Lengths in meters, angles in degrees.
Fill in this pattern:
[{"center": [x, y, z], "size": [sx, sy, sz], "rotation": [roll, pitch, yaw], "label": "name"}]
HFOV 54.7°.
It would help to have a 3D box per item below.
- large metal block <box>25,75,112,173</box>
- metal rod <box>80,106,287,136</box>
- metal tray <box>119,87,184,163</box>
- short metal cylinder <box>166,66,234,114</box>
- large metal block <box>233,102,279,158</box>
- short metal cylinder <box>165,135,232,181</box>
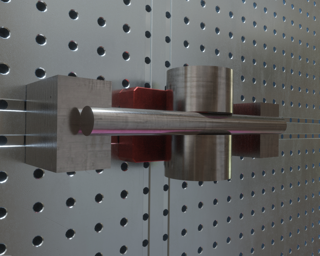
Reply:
[{"center": [-0.089, -0.003, 0.297], "size": [0.050, 0.080, 0.080], "rotation": [1, 90, -40], "label": "large metal block"}, {"center": [0.056, -0.005, 0.351], "size": [0.302, 0.025, 0.025], "rotation": [1, 90, -40], "label": "metal rod"}, {"center": [0.009, -0.003, 0.413], "size": [0.131, 0.030, 0.089], "rotation": [2, 89, -40], "label": "metal tray"}, {"center": [0.048, -0.043, 0.374], "size": [0.081, 0.080, 0.050], "rotation": [1, 90, -40], "label": "short metal cylinder"}, {"center": [0.136, 0.003, 0.485], "size": [0.050, 0.080, 0.080], "rotation": [1, 90, -40], "label": "large metal block"}, {"center": [0.046, 0.032, 0.372], "size": [0.081, 0.080, 0.050], "rotation": [1, 90, -40], "label": "short metal cylinder"}]
